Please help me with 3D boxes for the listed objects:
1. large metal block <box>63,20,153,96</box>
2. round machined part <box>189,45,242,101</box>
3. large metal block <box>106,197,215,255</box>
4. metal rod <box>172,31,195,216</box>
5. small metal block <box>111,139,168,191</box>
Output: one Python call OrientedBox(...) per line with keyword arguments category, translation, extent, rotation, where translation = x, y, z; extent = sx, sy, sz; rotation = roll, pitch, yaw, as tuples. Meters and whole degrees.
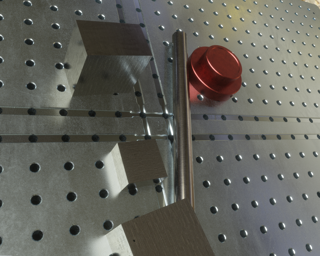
OrientedBox(category="large metal block", translation=(-0.068, -0.085, 0.388), extent=(0.081, 0.080, 0.050), rotation=(-8, 66, -32))
OrientedBox(category="round machined part", translation=(0.094, -0.096, 0.506), extent=(0.099, 0.042, 0.098), rotation=(14, 56, -21))
OrientedBox(category="large metal block", translation=(0.003, 0.127, 0.316), extent=(0.081, 0.050, 0.080), rotation=(-13, 68, -33))
OrientedBox(category="metal rod", translation=(0.031, -0.026, 0.440), extent=(0.025, 0.025, 0.299), rotation=(14, 56, -20))
OrientedBox(category="small metal block", translation=(-0.025, 0.043, 0.368), extent=(0.050, 0.025, 0.050), rotation=(-5, 64, -31))
